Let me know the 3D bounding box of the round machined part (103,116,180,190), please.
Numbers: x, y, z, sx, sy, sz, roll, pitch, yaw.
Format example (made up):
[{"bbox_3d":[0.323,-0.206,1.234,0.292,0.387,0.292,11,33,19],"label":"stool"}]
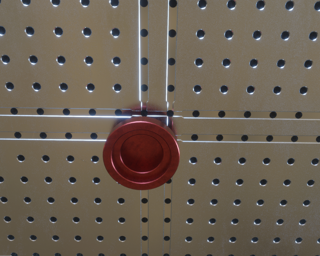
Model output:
[{"bbox_3d":[-0.024,0.030,0.415,0.099,0.042,0.097,0,110,0],"label":"round machined part"}]
